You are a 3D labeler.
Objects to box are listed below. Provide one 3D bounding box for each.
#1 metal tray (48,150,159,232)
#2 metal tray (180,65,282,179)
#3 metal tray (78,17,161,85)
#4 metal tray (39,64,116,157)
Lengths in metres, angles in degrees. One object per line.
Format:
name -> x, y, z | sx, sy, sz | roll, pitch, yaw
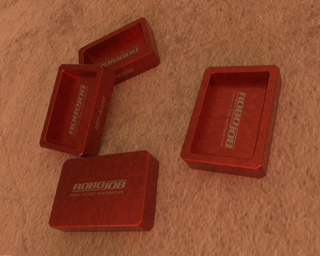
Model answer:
metal tray -> -0.069, 0.080, 0.386 | 0.130, 0.030, 0.090 | -9, 58, 23
metal tray -> 0.085, -0.012, 0.362 | 0.090, 0.030, 0.130 | 5, 64, 30
metal tray -> -0.070, -0.117, 0.507 | 0.130, 0.030, 0.090 | -22, 54, 14
metal tray -> -0.121, -0.027, 0.454 | 0.090, 0.030, 0.129 | 9, 83, 31
